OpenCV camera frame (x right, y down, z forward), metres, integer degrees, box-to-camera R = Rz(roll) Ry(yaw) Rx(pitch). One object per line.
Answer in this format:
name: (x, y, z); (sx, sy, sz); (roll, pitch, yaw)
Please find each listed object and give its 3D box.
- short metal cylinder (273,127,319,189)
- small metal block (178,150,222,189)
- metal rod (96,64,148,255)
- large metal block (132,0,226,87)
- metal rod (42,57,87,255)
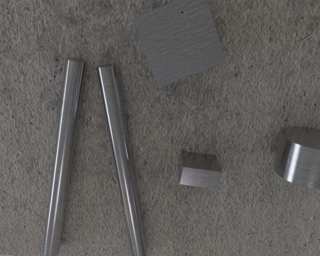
short metal cylinder: (0.191, 0.035, 0.395); (0.081, 0.080, 0.050); (3, 110, -2)
small metal block: (0.052, 0.055, 0.417); (0.050, 0.050, 0.025); (8, 110, -3)
metal rod: (-0.048, 0.062, 0.432); (0.025, 0.025, 0.298); (-6, 110, 2)
large metal block: (0.022, -0.103, 0.359); (0.080, 0.050, 0.080); (-19, 109, 7)
metal rod: (-0.135, 0.053, 0.428); (0.025, 0.025, 0.298); (12, 110, -5)
